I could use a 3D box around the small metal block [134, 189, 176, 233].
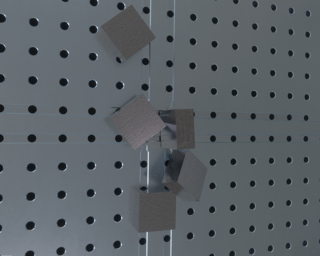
[{"bbox_3d":[-0.007,0.108,0.410,0.050,0.025,0.050,1,90,-20],"label":"small metal block"}]

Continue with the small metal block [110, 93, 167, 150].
[{"bbox_3d":[-0.028,-0.009,0.395,0.050,0.025,0.050,-37,103,3],"label":"small metal block"}]

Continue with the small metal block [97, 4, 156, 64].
[{"bbox_3d":[-0.043,-0.119,0.397,0.050,0.025,0.050,-41,103,-15],"label":"small metal block"}]

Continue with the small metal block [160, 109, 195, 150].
[{"bbox_3d":[0.022,0.001,0.407,0.025,0.050,0.050,-3,91,-23],"label":"small metal block"}]

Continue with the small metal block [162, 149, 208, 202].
[{"bbox_3d":[0.034,0.062,0.408,0.050,0.025,0.050,45,50,-32],"label":"small metal block"}]
